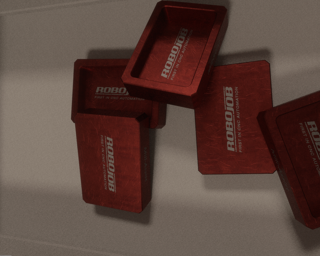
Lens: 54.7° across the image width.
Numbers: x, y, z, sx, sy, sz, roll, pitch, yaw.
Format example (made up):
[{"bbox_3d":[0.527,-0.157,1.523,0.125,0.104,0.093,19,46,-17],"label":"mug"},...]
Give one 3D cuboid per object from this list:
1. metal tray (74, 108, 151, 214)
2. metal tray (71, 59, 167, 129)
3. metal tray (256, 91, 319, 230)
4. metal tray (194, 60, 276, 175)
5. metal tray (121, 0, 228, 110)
[{"bbox_3d":[-0.061,0.042,0.409,0.090,0.030,0.129,5,109,19],"label":"metal tray"},{"bbox_3d":[-0.057,-0.048,0.426,0.130,0.030,0.089,4,91,19],"label":"metal tray"},{"bbox_3d":[0.170,0.029,0.329,0.090,0.030,0.129,-20,88,1],"label":"metal tray"},{"bbox_3d":[0.090,-0.011,0.376,0.090,0.030,0.129,-4,89,19],"label":"metal tray"},{"bbox_3d":[0.020,-0.092,0.370,0.090,0.030,0.130,14,67,19],"label":"metal tray"}]
